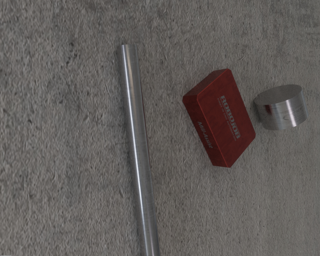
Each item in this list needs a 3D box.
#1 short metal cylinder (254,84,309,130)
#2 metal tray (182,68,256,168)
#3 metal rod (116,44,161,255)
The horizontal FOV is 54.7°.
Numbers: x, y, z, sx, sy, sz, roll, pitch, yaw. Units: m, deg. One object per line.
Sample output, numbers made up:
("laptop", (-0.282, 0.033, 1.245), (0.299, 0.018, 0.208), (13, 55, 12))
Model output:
("short metal cylinder", (0.215, -0.037, 0.549), (0.080, 0.080, 0.050), (-37, 113, -34))
("metal tray", (0.096, -0.015, 0.482), (0.090, 0.030, 0.130), (-42, 115, -32))
("metal rod", (-0.024, 0.050, 0.384), (0.025, 0.025, 0.298), (-11, 97, -40))
